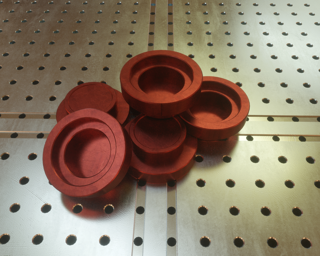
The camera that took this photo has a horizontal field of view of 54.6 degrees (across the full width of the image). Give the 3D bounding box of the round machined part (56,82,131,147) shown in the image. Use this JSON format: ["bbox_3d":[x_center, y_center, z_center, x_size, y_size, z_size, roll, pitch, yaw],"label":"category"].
[{"bbox_3d":[-0.090,-0.024,0.417,0.099,0.042,0.098,0,50,0],"label":"round machined part"}]

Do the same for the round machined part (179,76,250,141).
[{"bbox_3d":[0.066,-0.022,0.415,0.099,0.042,0.098,0,50,0],"label":"round machined part"}]

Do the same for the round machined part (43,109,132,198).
[{"bbox_3d":[-0.078,0.030,0.354,0.098,0.042,0.098,-4,72,13],"label":"round machined part"}]

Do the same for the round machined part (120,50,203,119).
[{"bbox_3d":[0.002,-0.050,0.383,0.099,0.042,0.098,0,50,0],"label":"round machined part"}]

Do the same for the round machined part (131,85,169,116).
[{"bbox_3d":[-0.003,-0.060,0.447,0.099,0.042,0.098,0,50,0],"label":"round machined part"}]

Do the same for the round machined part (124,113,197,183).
[{"bbox_3d":[-0.003,0.015,0.383,0.099,0.042,0.098,0,50,0],"label":"round machined part"}]
